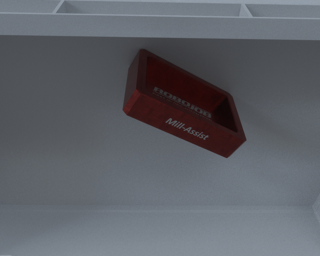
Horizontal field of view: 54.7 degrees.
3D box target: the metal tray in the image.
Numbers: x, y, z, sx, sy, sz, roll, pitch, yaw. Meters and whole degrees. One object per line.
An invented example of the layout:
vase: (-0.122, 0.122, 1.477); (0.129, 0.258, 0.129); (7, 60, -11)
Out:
metal tray: (0.027, -0.028, 0.342); (0.131, 0.090, 0.030); (23, 126, -19)
